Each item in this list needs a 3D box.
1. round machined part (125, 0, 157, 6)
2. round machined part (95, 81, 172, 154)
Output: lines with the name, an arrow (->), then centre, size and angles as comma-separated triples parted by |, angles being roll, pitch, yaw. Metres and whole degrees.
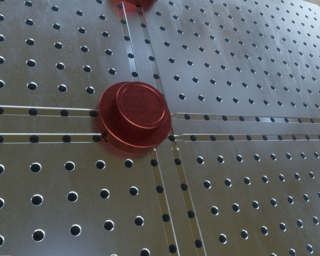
round machined part -> -0.040, -0.263, 0.536 | 0.099, 0.042, 0.098 | 13, 56, -21
round machined part -> -0.029, -0.020, 0.394 | 0.099, 0.042, 0.098 | 13, 56, -21
